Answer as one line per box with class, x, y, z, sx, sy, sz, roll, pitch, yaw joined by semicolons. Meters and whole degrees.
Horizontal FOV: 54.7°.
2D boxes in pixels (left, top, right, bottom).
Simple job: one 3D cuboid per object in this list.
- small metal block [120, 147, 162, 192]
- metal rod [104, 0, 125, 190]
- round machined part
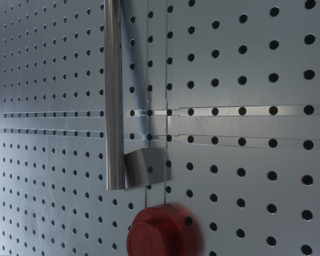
small metal block;-0.029;0.058;0.434;0.050;0.025;0.050;-23;76;37
metal rod;-0.066;-0.063;0.445;0.025;0.025;0.298;-11;77;39
round machined part;-0.005;0.153;0.403;0.098;0.042;0.097;0;90;40
